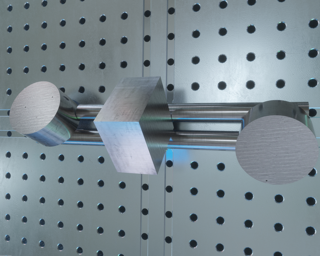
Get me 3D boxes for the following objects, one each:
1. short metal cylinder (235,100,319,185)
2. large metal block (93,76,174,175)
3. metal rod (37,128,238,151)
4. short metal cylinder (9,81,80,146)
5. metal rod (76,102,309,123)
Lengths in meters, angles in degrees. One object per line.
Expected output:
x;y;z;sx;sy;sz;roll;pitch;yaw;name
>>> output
0.127;0.015;0.340;0.080;0.050;0.079;8;115;17;short metal cylinder
-0.025;-0.004;0.360;0.050;0.080;0.080;1;132;20;large metal block
-0.044;0.014;0.427;0.301;0.025;0.025;1;90;19;metal rod
-0.163;-0.019;0.441;0.080;0.050;0.080;-7;65;16;short metal cylinder
0.026;-0.020;0.402;0.301;0.025;0.025;1;90;19;metal rod
